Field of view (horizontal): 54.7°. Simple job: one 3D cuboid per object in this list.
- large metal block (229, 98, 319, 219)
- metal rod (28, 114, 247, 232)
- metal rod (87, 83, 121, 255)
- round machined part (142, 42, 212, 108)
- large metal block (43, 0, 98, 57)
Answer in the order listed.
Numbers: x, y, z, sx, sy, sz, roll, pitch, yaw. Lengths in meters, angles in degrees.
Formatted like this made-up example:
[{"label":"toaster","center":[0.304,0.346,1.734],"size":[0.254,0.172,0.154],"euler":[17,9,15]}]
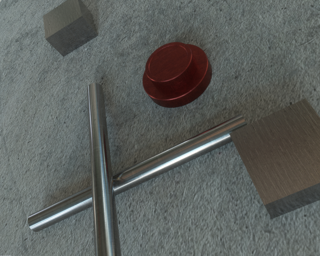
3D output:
[{"label":"large metal block","center":[0.126,0.031,0.303],"size":[0.080,0.050,0.080],"euler":[-26,53,11]},{"label":"metal rod","center":[-0.034,0.060,0.383],"size":[0.301,0.025,0.025],"euler":[-26,53,11]},{"label":"metal rod","center":[-0.075,0.040,0.388],"size":[0.025,0.025,0.300],"euler":[-27,44,11]},{"label":"round machined part","center":[0.019,-0.080,0.431],"size":[0.098,0.042,0.098],"euler":[-13,56,20]},{"label":"large metal block","center":[-0.174,-0.198,0.598],"size":[0.080,0.050,0.080],"euler":[-28,52,10]}]
